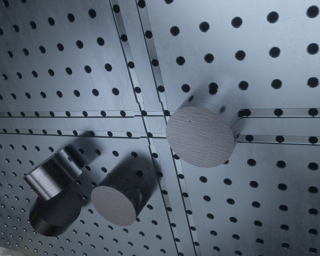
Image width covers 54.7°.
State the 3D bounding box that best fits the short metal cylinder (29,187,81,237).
[{"bbox_3d":[-0.193,0.152,0.572,0.080,0.080,0.050,41,129,0],"label":"short metal cylinder"}]

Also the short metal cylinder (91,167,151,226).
[{"bbox_3d":[-0.062,0.109,0.495,0.080,0.050,0.079,13,124,21],"label":"short metal cylinder"}]

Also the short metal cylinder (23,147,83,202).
[{"bbox_3d":[-0.177,0.076,0.516,0.080,0.080,0.050,-28,103,37],"label":"short metal cylinder"}]

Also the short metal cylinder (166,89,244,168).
[{"bbox_3d":[0.054,0.000,0.367,0.080,0.050,0.079,13,124,21],"label":"short metal cylinder"}]
